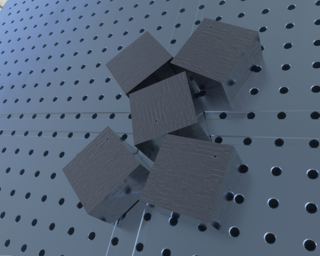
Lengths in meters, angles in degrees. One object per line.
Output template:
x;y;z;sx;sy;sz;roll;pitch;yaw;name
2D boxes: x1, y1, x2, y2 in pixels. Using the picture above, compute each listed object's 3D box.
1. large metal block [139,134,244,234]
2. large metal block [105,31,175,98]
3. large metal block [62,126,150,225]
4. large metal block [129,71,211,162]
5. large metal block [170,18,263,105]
0.036;0.059;0.338;0.080;0.050;0.080;10;66;32;large metal block
-0.022;-0.083;0.455;0.080;0.050;0.080;-38;50;3;large metal block
-0.063;0.058;0.388;0.080;0.050;0.080;-44;51;-3;large metal block
0.011;-0.014;0.395;0.080;0.050;0.080;-20;54;16;large metal block
0.075;-0.089;0.407;0.080;0.050;0.080;30;78;35;large metal block
